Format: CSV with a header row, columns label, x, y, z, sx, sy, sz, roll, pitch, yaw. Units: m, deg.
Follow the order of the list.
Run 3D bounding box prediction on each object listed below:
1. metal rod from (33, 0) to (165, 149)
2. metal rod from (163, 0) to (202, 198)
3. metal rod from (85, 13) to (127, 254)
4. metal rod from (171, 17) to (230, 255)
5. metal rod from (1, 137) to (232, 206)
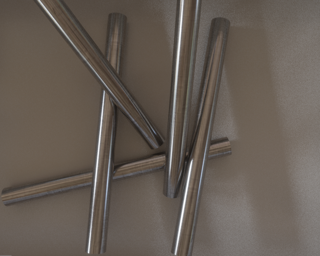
label,x,y,z,sx,sy,sz,roll,pitch,yaw
metal rod,-0.083,-0.089,0.347,0.025,0.025,0.300,-36,116,0
metal rod,0.025,-0.054,0.344,0.025,0.025,0.298,4,112,0
metal rod,-0.067,0.001,0.392,0.025,0.025,0.298,4,83,0
metal rod,0.053,0.004,0.389,0.025,0.025,0.299,11,81,0
metal rod,-0.056,0.058,0.410,0.302,0.025,0.025,-13,90,0
